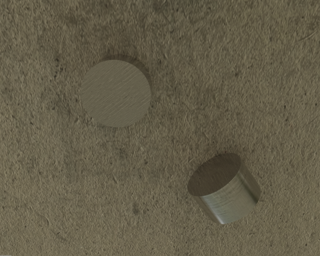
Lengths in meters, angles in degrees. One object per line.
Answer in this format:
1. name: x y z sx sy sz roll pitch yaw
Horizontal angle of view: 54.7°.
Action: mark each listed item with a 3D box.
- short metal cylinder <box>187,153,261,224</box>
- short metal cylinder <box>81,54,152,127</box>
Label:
1. short metal cylinder: 0.084 0.078 0.410 0.080 0.080 0.050 -33 107 11
2. short metal cylinder: -0.051 -0.047 0.379 0.081 0.050 0.079 0 110 0
